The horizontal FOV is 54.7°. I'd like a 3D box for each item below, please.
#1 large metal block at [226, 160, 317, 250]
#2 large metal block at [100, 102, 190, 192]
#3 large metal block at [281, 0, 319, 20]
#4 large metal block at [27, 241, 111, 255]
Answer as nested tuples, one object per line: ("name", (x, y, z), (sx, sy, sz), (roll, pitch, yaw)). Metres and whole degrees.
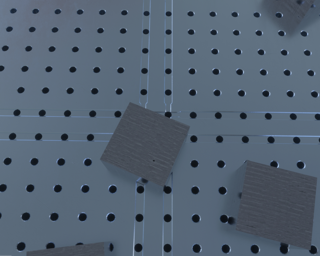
("large metal block", (0.130, 0.092, 0.367), (0.080, 0.050, 0.080), (14, 71, 4))
("large metal block", (-0.017, 0.025, 0.389), (0.080, 0.050, 0.080), (23, 71, 7))
("large metal block", (0.235, -0.232, 0.486), (0.080, 0.050, 0.080), (-34, 74, -12))
("large metal block", (-0.095, 0.170, 0.335), (0.081, 0.050, 0.080), (-6, 70, -3))
